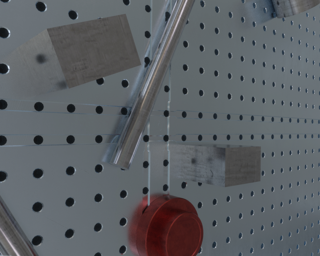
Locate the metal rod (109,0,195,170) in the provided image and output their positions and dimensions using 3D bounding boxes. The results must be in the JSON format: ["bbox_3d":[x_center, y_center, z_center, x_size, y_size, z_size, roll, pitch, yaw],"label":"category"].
[{"bbox_3d":[0.002,-0.089,0.410,0.025,0.025,0.299,33,70,-36],"label":"metal rod"}]

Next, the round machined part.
[{"bbox_3d":[0.020,0.143,0.416,0.099,0.042,0.097,0,90,-40],"label":"round machined part"}]

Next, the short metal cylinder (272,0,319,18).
[{"bbox_3d":[0.257,-0.250,0.589,0.080,0.080,0.050,-40,115,-33],"label":"short metal cylinder"}]

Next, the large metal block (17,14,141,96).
[{"bbox_3d":[-0.080,-0.071,0.306,0.081,0.080,0.050,-27,108,-37],"label":"large metal block"}]

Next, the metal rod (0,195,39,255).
[{"bbox_3d":[-0.134,0.121,0.297,0.025,0.025,0.299,-35,112,-34],"label":"metal rod"}]

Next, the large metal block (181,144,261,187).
[{"bbox_3d":[0.087,0.050,0.447,0.081,0.080,0.050,1,90,-40],"label":"large metal block"}]
